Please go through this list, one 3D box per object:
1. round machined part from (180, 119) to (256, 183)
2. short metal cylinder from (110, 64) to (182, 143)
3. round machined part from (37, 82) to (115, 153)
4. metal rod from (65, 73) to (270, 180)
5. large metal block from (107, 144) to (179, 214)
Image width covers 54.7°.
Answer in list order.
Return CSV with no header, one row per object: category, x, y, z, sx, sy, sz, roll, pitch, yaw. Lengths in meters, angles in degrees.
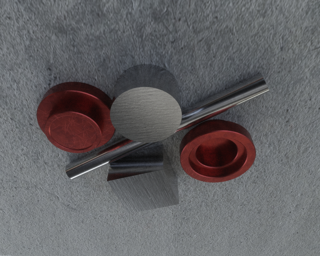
round machined part,0.076,0.027,0.421,0.099,0.042,0.097,0,130,0
short metal cylinder,-0.016,-0.029,0.367,0.081,0.050,0.079,0,130,0
round machined part,-0.105,-0.006,0.391,0.099,0.042,0.097,0,130,0
metal rod,-0.004,0.006,0.414,0.300,0.025,0.025,-25,126,19
large metal block,-0.022,0.076,0.458,0.080,0.050,0.080,-13,129,11
